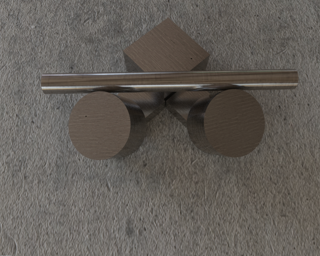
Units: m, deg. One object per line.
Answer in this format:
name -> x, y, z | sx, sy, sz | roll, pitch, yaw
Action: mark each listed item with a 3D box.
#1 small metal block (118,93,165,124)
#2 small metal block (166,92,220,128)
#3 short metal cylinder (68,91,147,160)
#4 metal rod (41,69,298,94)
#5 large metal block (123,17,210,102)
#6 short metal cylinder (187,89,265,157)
small metal block -> -0.029, -0.032, 0.421 | 0.050, 0.025, 0.050 | -41, 75, -15
small metal block -> 0.044, -0.031, 0.420 | 0.050, 0.025, 0.050 | -42, 75, -14
short metal cylinder -> -0.063, -0.002, 0.381 | 0.080, 0.050, 0.080 | -1, 87, 18
metal rod -> 0.012, -0.056, 0.375 | 0.302, 0.025, 0.025 | -1, 70, -1
large metal block -> 0.008, -0.090, 0.427 | 0.080, 0.050, 0.080 | -40, 75, -13
short metal cylinder -> 0.080, -0.005, 0.384 | 0.081, 0.050, 0.080 | 0, 89, -18
